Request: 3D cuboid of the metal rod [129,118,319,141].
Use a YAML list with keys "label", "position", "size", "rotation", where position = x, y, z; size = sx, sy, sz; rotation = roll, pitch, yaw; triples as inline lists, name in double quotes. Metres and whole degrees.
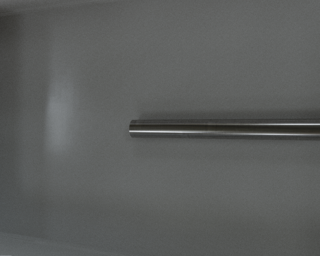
- label: "metal rod"
  position: [0.106, 0.001, 0.373]
  size: [0.301, 0.025, 0.025]
  rotation: [0, 90, 19]
